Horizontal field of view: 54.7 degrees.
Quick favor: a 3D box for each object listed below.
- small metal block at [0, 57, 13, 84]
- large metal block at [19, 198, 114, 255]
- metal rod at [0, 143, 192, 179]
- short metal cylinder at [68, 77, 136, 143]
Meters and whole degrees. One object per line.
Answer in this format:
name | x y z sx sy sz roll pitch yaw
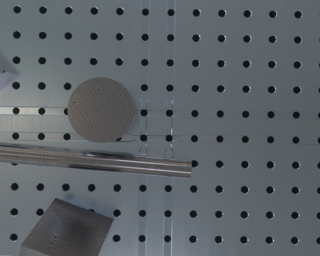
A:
small metal block | -0.236 -0.078 0.411 0.050 0.025 0.050 -38 90 0
large metal block | -0.112 0.142 0.378 0.080 0.080 0.050 21 118 0
metal rod | -0.110 0.042 0.412 0.302 0.025 0.025 5 90 0
short metal cylinder | -0.072 -0.022 0.400 0.081 0.050 0.079 0 90 0
